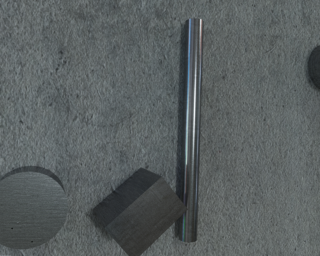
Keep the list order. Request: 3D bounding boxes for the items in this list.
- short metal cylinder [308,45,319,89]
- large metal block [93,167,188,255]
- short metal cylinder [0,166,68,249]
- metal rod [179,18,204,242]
[{"bbox_3d":[0.291,-0.102,0.503,0.081,0.050,0.079,0,90,-20],"label":"short metal cylinder"},{"bbox_3d":[-0.026,0.097,0.370,0.080,0.080,0.050,-40,103,-16],"label":"large metal block"},{"bbox_3d":[-0.145,0.085,0.342,0.081,0.050,0.079,0,90,-20],"label":"short metal cylinder"},{"bbox_3d":[0.043,0.003,0.424,0.025,0.025,0.298,2,89,-20],"label":"metal rod"}]
